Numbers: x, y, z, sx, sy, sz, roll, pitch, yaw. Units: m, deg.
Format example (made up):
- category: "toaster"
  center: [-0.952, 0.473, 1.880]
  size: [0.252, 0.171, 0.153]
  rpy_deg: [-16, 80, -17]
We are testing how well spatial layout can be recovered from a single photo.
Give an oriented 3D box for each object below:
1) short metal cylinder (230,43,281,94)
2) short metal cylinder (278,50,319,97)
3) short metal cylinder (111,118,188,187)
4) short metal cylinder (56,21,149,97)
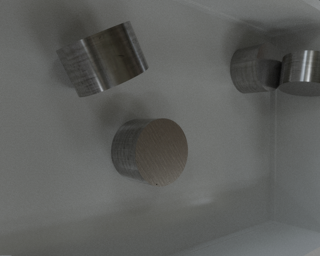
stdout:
- category: "short metal cylinder"
  center: [0.165, -0.100, 0.528]
  size: [0.081, 0.050, 0.080]
  rpy_deg: [0, 90, -40]
- category: "short metal cylinder"
  center: [0.240, -0.087, 0.506]
  size: [0.081, 0.080, 0.050]
  rpy_deg: [16, 80, -39]
- category: "short metal cylinder"
  center: [-0.012, 0.028, 0.380]
  size: [0.081, 0.050, 0.080]
  rpy_deg: [0, 90, -40]
- category: "short metal cylinder"
  center: [-0.058, -0.072, 0.322]
  size: [0.081, 0.080, 0.050]
  rpy_deg: [-36, 112, -34]
